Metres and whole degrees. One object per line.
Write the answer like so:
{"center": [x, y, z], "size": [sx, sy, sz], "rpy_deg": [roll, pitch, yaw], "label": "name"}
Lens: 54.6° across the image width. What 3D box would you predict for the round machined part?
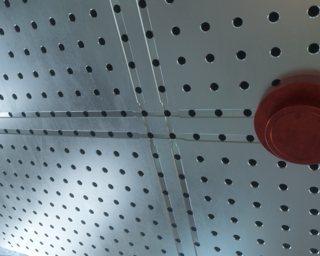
{"center": [0.148, -0.001, 0.322], "size": [0.098, 0.042, 0.097], "rpy_deg": [13, 124, 21], "label": "round machined part"}
